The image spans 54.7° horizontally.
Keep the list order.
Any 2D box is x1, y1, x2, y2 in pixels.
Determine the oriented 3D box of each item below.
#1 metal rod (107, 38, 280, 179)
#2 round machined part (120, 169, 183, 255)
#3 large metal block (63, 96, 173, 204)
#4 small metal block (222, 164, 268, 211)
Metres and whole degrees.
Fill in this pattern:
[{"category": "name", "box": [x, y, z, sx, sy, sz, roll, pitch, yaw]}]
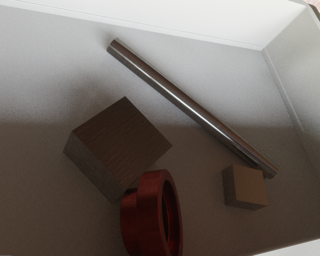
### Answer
[{"category": "metal rod", "box": [0.050, -0.027, 0.450, 0.301, 0.025, 0.025, 38, 51, -3]}, {"category": "round machined part", "box": [-0.008, 0.093, 0.312, 0.042, 0.098, 0.098, -10, 59, 12]}, {"category": "large metal block", "box": [-0.047, 0.023, 0.351, 0.080, 0.050, 0.080, 46, 51, 4]}, {"category": "small metal block", "box": [0.114, 0.081, 0.420, 0.050, 0.025, 0.050, 15, 56, -20]}]
